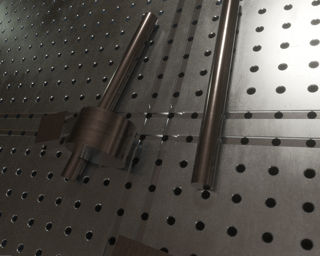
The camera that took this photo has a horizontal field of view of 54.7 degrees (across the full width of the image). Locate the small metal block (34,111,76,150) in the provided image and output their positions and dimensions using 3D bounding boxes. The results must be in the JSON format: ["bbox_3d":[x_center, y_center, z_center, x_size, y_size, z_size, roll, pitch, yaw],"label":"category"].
[{"bbox_3d":[-0.165,0.004,0.490,0.050,0.025,0.050,-10,57,22],"label":"small metal block"}]

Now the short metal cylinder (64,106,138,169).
[{"bbox_3d":[-0.075,0.014,0.402,0.080,0.080,0.050,5,64,30],"label":"short metal cylinder"}]

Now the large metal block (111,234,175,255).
[{"bbox_3d":[-0.011,0.159,0.299,0.080,0.050,0.080,9,66,31],"label":"large metal block"}]

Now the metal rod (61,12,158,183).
[{"bbox_3d":[-0.071,-0.059,0.479,0.025,0.025,0.300,10,66,32],"label":"metal rod"}]

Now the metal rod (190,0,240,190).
[{"bbox_3d":[0.078,-0.067,0.407,0.025,0.025,0.300,-1,61,27],"label":"metal rod"}]
